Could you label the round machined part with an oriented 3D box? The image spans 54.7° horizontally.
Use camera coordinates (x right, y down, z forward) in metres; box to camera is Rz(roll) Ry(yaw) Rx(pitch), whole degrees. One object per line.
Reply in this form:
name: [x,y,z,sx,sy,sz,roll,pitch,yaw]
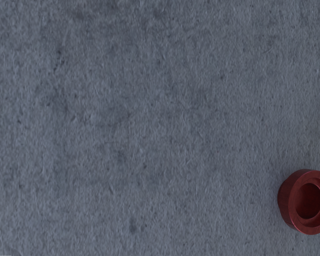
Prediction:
round machined part: [0.225,0.113,0.486,0.099,0.042,0.097,0,90,-21]
